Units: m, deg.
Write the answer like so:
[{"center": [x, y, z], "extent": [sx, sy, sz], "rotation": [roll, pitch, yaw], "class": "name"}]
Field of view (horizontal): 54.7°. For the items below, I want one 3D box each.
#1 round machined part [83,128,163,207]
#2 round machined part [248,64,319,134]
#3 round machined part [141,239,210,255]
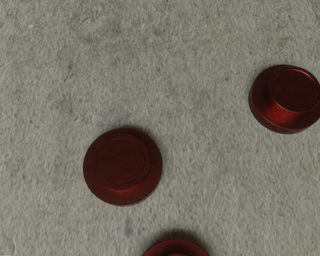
[{"center": [-0.046, 0.045, 0.382], "extent": [0.099, 0.042, 0.098], "rotation": [0, 70, -1], "class": "round machined part"}, {"center": [0.174, -0.044, 0.417], "extent": [0.099, 0.042, 0.098], "rotation": [0, 70, -1], "class": "round machined part"}, {"center": [0.018, 0.172, 0.336], "extent": [0.099, 0.042, 0.098], "rotation": [0, 70, -1], "class": "round machined part"}]
